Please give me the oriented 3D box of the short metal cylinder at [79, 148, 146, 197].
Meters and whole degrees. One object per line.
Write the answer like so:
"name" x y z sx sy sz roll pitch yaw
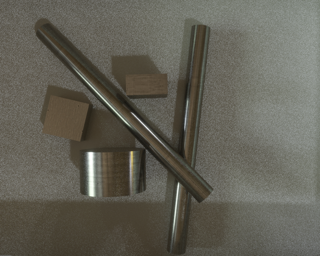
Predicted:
"short metal cylinder" -0.058 0.052 0.383 0.081 0.080 0.050 -1 90 -1

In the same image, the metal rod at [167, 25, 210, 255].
"metal rod" 0.038 0.015 0.411 0.025 0.025 0.298 6 90 -1

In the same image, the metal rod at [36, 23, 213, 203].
"metal rod" -0.048 -0.022 0.396 0.025 0.025 0.300 -45 85 0

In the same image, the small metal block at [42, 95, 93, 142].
"small metal block" -0.121 -0.013 0.410 0.050 0.025 0.050 13 90 -1

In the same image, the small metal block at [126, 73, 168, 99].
"small metal block" -0.016 -0.053 0.399 0.050 0.050 0.025 -2 90 -1
